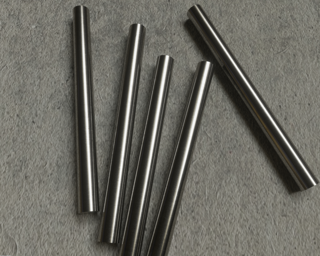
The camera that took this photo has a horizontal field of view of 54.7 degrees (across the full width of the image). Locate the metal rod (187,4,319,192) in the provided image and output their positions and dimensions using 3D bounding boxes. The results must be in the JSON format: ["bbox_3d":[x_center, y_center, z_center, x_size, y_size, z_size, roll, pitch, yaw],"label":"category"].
[{"bbox_3d":[0.119,-0.053,0.428,0.025,0.025,0.299,-25,72,-9],"label":"metal rod"}]

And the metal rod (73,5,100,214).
[{"bbox_3d":[-0.102,-0.038,0.421,0.025,0.025,0.299,-6,70,-2],"label":"metal rod"}]

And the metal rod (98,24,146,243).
[{"bbox_3d":[-0.046,-0.007,0.410,0.025,0.025,0.299,5,70,2],"label":"metal rod"}]

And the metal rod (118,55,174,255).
[{"bbox_3d":[-0.016,0.041,0.392,0.025,0.025,0.299,9,70,3],"label":"metal rod"}]

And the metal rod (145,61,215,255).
[{"bbox_3d":[0.025,0.047,0.390,0.025,0.025,0.299,15,71,5],"label":"metal rod"}]
